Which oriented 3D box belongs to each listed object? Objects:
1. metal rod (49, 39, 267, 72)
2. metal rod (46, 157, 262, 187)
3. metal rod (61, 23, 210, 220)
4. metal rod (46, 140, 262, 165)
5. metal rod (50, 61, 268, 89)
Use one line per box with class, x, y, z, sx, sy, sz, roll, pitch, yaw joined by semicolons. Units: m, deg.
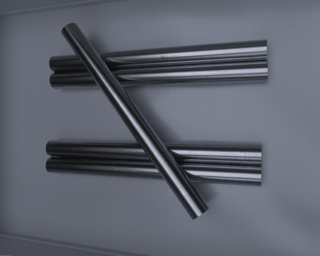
metal rod;-0.016;-0.093;0.414;0.301;0.025;0.025;1;90;19
metal rod;-0.022;0.056;0.416;0.301;0.025;0.025;0;90;19
metal rod;-0.038;-0.017;0.396;0.025;0.025;0.299;-40;78;16
metal rod;-0.021;0.031;0.416;0.301;0.025;0.025;0;90;19
metal rod;-0.015;-0.069;0.414;0.301;0.025;0.025;1;90;19
